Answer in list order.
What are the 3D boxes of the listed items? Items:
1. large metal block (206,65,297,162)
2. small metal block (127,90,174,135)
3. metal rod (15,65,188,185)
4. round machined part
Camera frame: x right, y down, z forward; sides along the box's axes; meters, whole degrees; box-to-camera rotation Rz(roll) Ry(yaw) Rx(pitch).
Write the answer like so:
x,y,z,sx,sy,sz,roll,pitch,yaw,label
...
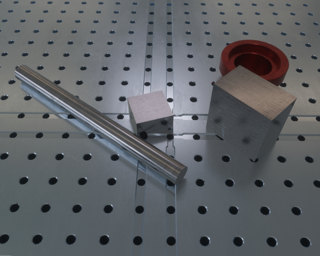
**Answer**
x,y,z,sx,sy,sz,roll,pitch,yaw,label
0.109,-0.018,0.388,0.050,0.080,0.080,-36,59,-26,large metal block
-0.014,-0.021,0.425,0.050,0.025,0.050,-13,51,-11,small metal block
-0.094,-0.015,0.419,0.300,0.025,0.025,31,57,23,metal rod
0.140,-0.089,0.472,0.099,0.042,0.098,0,50,0,round machined part
